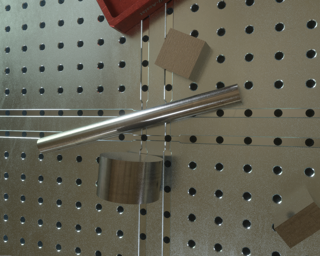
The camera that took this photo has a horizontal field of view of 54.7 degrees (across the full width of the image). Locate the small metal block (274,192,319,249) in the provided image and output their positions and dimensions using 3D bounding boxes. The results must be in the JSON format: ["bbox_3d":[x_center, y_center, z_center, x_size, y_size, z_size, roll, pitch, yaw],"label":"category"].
[{"bbox_3d":[0.156,0.101,0.344,0.050,0.050,0.025,-42,77,15],"label":"small metal block"}]

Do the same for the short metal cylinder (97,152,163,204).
[{"bbox_3d":[-0.038,0.061,0.396,0.080,0.080,0.050,6,92,19],"label":"short metal cylinder"}]

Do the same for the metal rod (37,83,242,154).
[{"bbox_3d":[-0.041,-0.008,0.425,0.301,0.025,0.025,-14,86,19],"label":"metal rod"}]

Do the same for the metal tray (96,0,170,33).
[{"bbox_3d":[-0.027,-0.203,0.418,0.130,0.030,0.090,-30,81,17],"label":"metal tray"}]

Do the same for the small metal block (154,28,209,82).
[{"bbox_3d":[0.028,-0.095,0.402,0.050,0.025,0.050,27,99,17],"label":"small metal block"}]
